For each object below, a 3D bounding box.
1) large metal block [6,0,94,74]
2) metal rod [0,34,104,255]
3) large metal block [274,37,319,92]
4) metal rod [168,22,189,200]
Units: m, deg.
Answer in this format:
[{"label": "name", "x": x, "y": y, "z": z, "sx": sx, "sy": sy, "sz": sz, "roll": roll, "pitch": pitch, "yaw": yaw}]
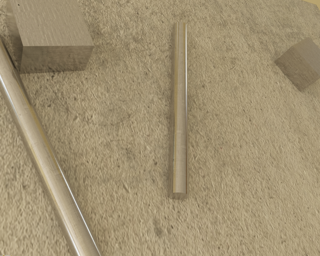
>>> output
[{"label": "large metal block", "x": -0.138, "y": -0.117, "z": 0.385, "sx": 0.081, "sy": 0.050, "sz": 0.080, "roll": -10, "pitch": 67, "yaw": -33}, {"label": "metal rod", "x": -0.135, "y": 0.006, "z": 0.328, "sx": 0.025, "sy": 0.025, "sz": 0.299, "roll": -19, "pitch": 72, "yaw": -36}, {"label": "large metal block", "x": 0.294, "y": -0.130, "z": 0.629, "sx": 0.081, "sy": 0.050, "sz": 0.080, "roll": -30, "pitch": 79, "yaw": -38}, {"label": "metal rod", "x": 0.028, "y": -0.045, "z": 0.447, "sx": 0.025, "sy": 0.025, "sz": 0.300, "roll": 16, "pitch": 55, "yaw": -20}]
